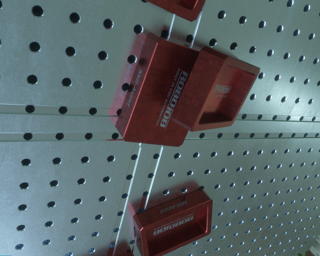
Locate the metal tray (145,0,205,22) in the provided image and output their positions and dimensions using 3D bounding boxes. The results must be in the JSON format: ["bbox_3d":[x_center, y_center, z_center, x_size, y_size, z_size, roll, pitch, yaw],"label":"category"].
[{"bbox_3d":[-0.003,-0.171,0.301,0.131,0.030,0.089,12,112,-34],"label":"metal tray"}]

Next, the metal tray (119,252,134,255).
[{"bbox_3d":[-0.100,0.271,0.523,0.131,0.030,0.089,-15,125,-20],"label":"metal tray"}]

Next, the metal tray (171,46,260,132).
[{"bbox_3d":[0.074,-0.045,0.385,0.131,0.030,0.089,-6,124,-57],"label":"metal tray"}]

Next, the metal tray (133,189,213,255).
[{"bbox_3d":[0.025,0.165,0.525,0.131,0.030,0.089,-17,125,-19],"label":"metal tray"}]

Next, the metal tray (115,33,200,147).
[{"bbox_3d":[0.008,-0.042,0.388,0.091,0.030,0.129,8,114,-33],"label":"metal tray"}]
